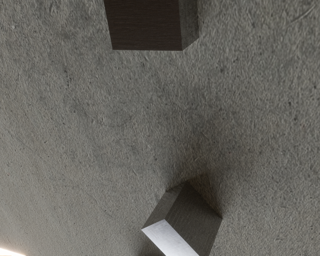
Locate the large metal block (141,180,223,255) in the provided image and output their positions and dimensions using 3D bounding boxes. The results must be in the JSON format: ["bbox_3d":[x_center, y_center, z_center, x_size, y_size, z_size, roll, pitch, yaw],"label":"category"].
[{"bbox_3d":[0.034,0.136,0.438,0.080,0.080,0.050,48,129,-6],"label":"large metal block"}]

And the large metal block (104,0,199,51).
[{"bbox_3d":[-0.009,-0.126,0.317,0.080,0.050,0.079,7,122,24],"label":"large metal block"}]
